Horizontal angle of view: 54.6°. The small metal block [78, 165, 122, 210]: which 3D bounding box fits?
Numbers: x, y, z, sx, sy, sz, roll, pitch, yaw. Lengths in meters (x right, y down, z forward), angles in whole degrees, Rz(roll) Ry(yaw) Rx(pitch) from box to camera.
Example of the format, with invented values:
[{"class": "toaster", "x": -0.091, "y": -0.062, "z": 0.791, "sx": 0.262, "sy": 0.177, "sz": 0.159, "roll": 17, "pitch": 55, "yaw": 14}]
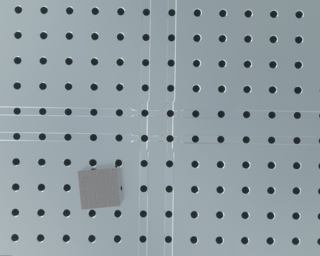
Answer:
[{"class": "small metal block", "x": -0.079, "y": 0.078, "z": 0.413, "sx": 0.050, "sy": 0.025, "sz": 0.050, "roll": -5, "pitch": 90, "yaw": 0}]
